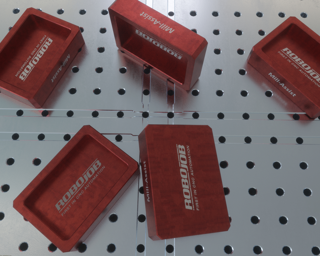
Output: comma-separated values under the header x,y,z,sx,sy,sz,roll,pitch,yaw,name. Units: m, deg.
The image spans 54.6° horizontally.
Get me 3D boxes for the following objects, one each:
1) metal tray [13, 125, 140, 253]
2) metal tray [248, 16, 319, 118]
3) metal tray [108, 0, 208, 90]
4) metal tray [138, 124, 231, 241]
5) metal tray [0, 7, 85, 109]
x,y,z,sx,sy,sz,roll,pitch,yaw,name
-0.099,0.072,0.382,0.090,0.030,0.130,36,74,12,metal tray
0.204,-0.089,0.442,0.090,0.030,0.130,-40,75,-13,metal tray
-0.004,-0.113,0.418,0.130,0.090,0.030,33,74,11,metal tray
0.027,0.061,0.371,0.091,0.030,0.130,1,69,-21,metal tray
-0.181,-0.103,0.445,0.090,0.030,0.130,24,72,8,metal tray
